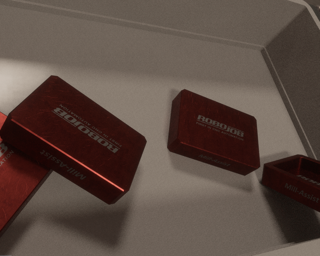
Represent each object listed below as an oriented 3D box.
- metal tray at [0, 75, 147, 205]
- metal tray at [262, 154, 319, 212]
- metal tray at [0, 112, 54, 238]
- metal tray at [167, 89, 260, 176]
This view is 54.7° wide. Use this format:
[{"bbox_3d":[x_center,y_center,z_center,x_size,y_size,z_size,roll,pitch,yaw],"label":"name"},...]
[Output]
[{"bbox_3d":[-0.083,0.010,0.328,0.130,0.030,0.090,36,34,-13],"label":"metal tray"},{"bbox_3d":[0.219,0.077,0.421,0.091,0.130,0.030,-8,109,-32],"label":"metal tray"},{"bbox_3d":[-0.166,0.051,0.282,0.090,0.030,0.130,34,51,-6],"label":"metal tray"},{"bbox_3d":[0.079,0.007,0.443,0.131,0.030,0.090,19,54,-17],"label":"metal tray"}]
